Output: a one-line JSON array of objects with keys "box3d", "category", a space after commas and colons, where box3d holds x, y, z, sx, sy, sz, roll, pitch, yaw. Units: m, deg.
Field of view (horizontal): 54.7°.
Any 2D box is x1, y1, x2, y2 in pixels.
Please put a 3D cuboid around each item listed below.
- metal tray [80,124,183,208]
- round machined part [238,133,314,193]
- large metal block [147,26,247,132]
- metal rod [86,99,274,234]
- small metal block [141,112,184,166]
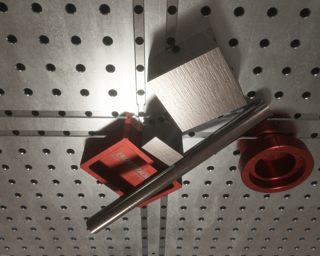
[{"box3d": [-0.039, 0.061, 0.459, 0.090, 0.030, 0.130, -31, 124, 23], "category": "metal tray"}, {"box3d": [0.162, 0.046, 0.443, 0.099, 0.042, 0.097, -1, 130, 0], "category": "round machined part"}, {"box3d": [0.041, -0.053, 0.351, 0.080, 0.050, 0.080, -24, 127, 19], "category": "large metal block"}, {"box3d": [0.018, 0.059, 0.425, 0.300, 0.025, 0.025, -36, 122, 13], "category": "metal rod"}, {"box3d": [0.004, 0.014, 0.408, 0.050, 0.050, 0.025, 37, 121, -27], "category": "small metal block"}]
